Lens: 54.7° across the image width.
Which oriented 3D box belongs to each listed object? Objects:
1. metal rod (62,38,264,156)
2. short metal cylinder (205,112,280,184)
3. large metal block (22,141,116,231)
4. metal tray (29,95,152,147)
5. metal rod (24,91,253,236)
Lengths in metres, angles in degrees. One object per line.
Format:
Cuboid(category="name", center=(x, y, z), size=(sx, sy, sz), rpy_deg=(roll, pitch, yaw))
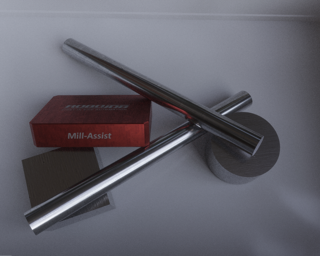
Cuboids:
Cuboid(category="metal rod", center=(-0.013, -0.050, 0.395), size=(0.300, 0.025, 0.025), rpy_deg=(30, 72, 23))
Cuboid(category="short metal cylinder", center=(0.100, 0.026, 0.385), size=(0.081, 0.050, 0.080), rpy_deg=(0, 70, 0))
Cuboid(category="large metal block", center=(-0.105, 0.068, 0.365), size=(0.081, 0.050, 0.080), rpy_deg=(-18, 71, -7))
Cuboid(category="metal tray", center=(-0.077, -0.011, 0.379), size=(0.131, 0.030, 0.090), rpy_deg=(0, 26, 1))
Cuboid(category="metal rod", center=(-0.004, 0.026, 0.359), size=(0.302, 0.025, 0.025), rpy_deg=(-29, 72, -25))
